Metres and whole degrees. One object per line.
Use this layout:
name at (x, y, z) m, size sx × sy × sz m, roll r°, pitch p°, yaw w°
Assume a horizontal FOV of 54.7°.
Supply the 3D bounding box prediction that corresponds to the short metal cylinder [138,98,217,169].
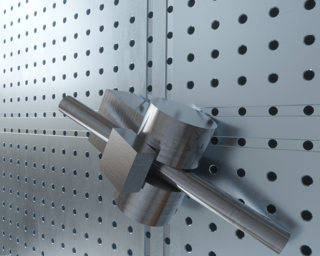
short metal cylinder at (0.018, 0.004, 0.355) m, size 0.080 × 0.081 × 0.050 m, roll 35°, pitch 111°, yaw 34°

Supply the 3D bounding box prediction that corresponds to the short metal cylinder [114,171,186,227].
short metal cylinder at (-0.010, 0.072, 0.376) m, size 0.080 × 0.081 × 0.050 m, roll 37°, pitch 113°, yaw 34°

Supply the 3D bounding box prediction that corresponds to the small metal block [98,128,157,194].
small metal block at (-0.036, 0.034, 0.332) m, size 0.050 × 0.025 × 0.050 m, roll 40°, pitch 115°, yaw 42°

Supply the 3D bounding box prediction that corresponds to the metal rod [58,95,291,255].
metal rod at (0.000, 0.041, 0.353) m, size 0.300 × 0.025 × 0.025 m, roll 31°, pitch 110°, yaw 19°

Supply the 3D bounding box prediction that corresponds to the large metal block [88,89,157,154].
large metal block at (-0.044, 0.002, 0.422) m, size 0.080 × 0.050 × 0.079 m, roll 36°, pitch 112°, yaw 34°
